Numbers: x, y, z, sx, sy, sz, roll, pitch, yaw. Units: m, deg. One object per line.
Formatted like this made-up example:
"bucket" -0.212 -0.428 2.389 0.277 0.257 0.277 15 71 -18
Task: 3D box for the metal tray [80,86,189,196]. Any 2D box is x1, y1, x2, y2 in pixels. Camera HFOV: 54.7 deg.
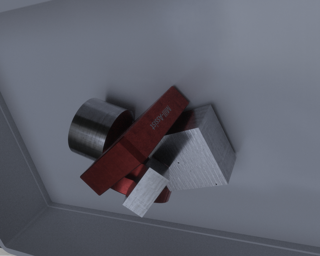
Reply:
"metal tray" -0.025 0.011 0.357 0.030 0.131 0.090 46 128 -5

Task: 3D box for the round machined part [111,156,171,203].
"round machined part" -0.028 0.064 0.424 0.098 0.098 0.042 19 90 17

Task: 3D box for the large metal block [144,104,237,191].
"large metal block" 0.036 0.027 0.377 0.080 0.050 0.080 -15 115 34

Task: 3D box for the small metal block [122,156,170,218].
"small metal block" -0.014 0.064 0.348 0.025 0.050 0.050 35 97 -4

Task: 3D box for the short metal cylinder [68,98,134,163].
"short metal cylinder" -0.076 0.005 0.413 0.050 0.080 0.079 21 126 16
